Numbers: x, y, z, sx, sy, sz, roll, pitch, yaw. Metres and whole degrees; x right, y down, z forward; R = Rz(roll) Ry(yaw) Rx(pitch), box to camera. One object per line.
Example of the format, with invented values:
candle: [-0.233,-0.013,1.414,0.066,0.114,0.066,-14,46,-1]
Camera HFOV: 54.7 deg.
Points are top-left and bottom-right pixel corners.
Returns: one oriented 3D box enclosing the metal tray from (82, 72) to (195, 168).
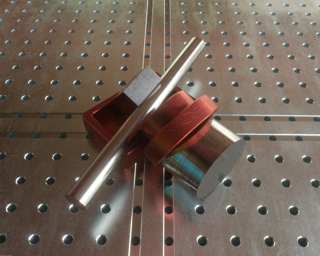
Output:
metal tray: [-0.024,-0.017,0.417,0.131,0.030,0.090,-36,59,-27]

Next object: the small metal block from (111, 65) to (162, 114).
small metal block: [-0.031,-0.049,0.404,0.025,0.050,0.050,44,66,-13]

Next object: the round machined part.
round machined part: [0.017,-0.005,0.351,0.099,0.098,0.042,-39,82,-28]

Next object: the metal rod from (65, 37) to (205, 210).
metal rod: [-0.013,-0.028,0.391,0.025,0.025,0.301,22,53,17]

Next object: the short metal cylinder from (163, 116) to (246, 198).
short metal cylinder: [0.049,0.030,0.345,0.080,0.080,0.050,-36,59,-27]
